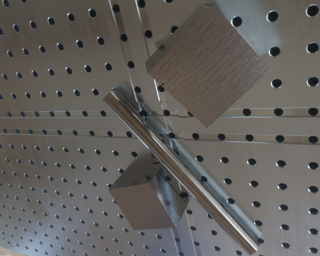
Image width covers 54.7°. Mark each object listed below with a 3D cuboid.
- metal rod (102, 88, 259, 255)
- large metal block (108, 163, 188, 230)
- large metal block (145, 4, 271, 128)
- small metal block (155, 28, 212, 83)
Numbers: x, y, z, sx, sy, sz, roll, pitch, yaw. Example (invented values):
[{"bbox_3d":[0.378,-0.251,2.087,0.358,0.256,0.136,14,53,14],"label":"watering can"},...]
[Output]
[{"bbox_3d":[0.033,0.064,0.433,0.300,0.025,0.025,47,129,-6],"label":"metal rod"},{"bbox_3d":[-0.017,0.105,0.469,0.080,0.050,0.080,-16,110,34],"label":"large metal block"},{"bbox_3d":[0.043,-0.061,0.303,0.080,0.050,0.080,41,103,-19],"label":"large metal block"},{"bbox_3d":[0.029,-0.080,0.347,0.050,0.025,0.050,-4,117,30],"label":"small metal block"}]
